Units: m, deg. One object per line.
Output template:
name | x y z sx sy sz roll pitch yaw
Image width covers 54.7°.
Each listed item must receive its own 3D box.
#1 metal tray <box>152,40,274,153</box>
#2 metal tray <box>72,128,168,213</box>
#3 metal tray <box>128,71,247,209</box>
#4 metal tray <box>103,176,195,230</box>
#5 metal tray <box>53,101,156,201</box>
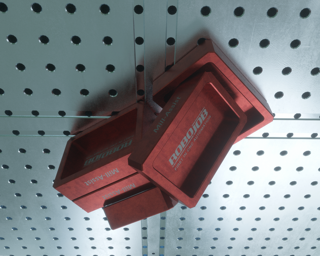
metal tray | 0.066 -0.032 0.380 0.090 0.030 0.130 -36 122 26
metal tray | -0.050 0.048 0.407 0.130 0.090 0.030 -26 126 20
metal tray | 0.036 0.012 0.348 0.090 0.030 0.130 43 73 -30
metal tray | -0.007 0.093 0.430 0.090 0.131 0.030 -25 84 20
metal tray | -0.067 0.028 0.391 0.130 0.090 0.030 -26 126 20
